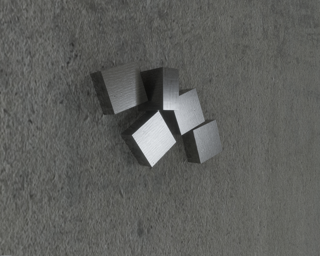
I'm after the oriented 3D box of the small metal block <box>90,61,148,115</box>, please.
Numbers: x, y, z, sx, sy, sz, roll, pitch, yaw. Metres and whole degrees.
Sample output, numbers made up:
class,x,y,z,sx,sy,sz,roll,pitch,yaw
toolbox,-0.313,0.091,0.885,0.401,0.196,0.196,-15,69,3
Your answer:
class,x,y,z,sx,sy,sz,roll,pitch,yaw
small metal block,-0.047,-0.048,0.365,0.050,0.025,0.050,-26,107,-37

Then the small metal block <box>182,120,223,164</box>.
class,x,y,z,sx,sy,sz,roll,pitch,yaw
small metal block,0.062,0.019,0.456,0.050,0.025,0.050,-24,105,-38

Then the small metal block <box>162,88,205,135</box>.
class,x,y,z,sx,sy,sz,roll,pitch,yaw
small metal block,0.031,-0.023,0.430,0.050,0.025,0.050,-29,108,-36

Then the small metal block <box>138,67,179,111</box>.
class,x,y,z,sx,sy,sz,roll,pitch,yaw
small metal block,-0.003,-0.046,0.386,0.025,0.050,0.050,-1,91,-40

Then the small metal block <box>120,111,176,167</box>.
class,x,y,z,sx,sy,sz,roll,pitch,yaw
small metal block,-0.014,0.013,0.393,0.050,0.025,0.050,-44,117,-31
